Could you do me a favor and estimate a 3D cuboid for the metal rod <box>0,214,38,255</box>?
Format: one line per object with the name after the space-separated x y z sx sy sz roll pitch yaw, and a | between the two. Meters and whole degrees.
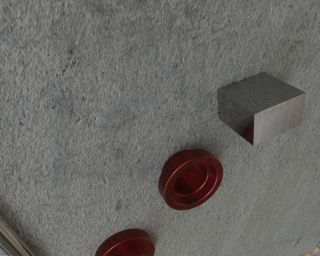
-0.204 0.093 0.352 0.025 0.025 0.298 -26 128 -13 | metal rod

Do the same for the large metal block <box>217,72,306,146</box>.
0.136 -0.030 0.427 0.081 0.080 0.050 -22 127 -16 | large metal block

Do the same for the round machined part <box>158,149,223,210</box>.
0.042 0.072 0.463 0.099 0.042 0.097 -14 124 -21 | round machined part

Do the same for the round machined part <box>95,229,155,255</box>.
-0.052 0.214 0.500 0.099 0.042 0.097 -14 124 -21 | round machined part
